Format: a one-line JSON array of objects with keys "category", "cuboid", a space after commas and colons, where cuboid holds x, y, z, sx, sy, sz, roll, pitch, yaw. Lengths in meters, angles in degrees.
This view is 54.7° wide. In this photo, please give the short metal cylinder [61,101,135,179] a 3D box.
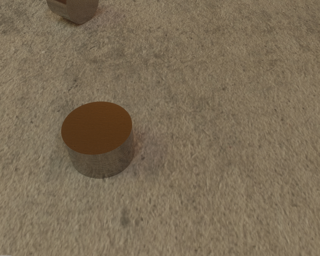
[{"category": "short metal cylinder", "cuboid": [-0.072, 0.014, 0.375, 0.081, 0.050, 0.080, 0, 50, 0]}]

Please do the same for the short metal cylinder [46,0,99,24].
[{"category": "short metal cylinder", "cuboid": [-0.158, -0.238, 0.565, 0.050, 0.080, 0.080, 28, 55, 21]}]
